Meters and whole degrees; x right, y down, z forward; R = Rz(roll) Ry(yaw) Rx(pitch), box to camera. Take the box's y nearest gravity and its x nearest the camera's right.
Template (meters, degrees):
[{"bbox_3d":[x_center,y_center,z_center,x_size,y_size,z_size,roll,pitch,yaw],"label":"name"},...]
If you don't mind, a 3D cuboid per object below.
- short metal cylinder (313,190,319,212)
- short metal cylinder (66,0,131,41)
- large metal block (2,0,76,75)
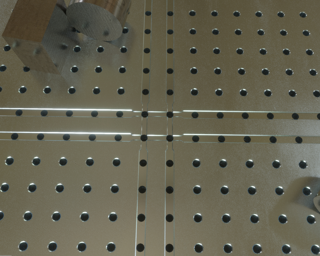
[{"bbox_3d":[0.228,0.085,0.353,0.080,0.080,0.050,39,75,13],"label":"short metal cylinder"},{"bbox_3d":[-0.087,-0.170,0.444,0.080,0.080,0.050,12,71,4],"label":"short metal cylinder"},{"bbox_3d":[-0.162,-0.132,0.429,0.050,0.080,0.080,10,70,4],"label":"large metal block"}]
